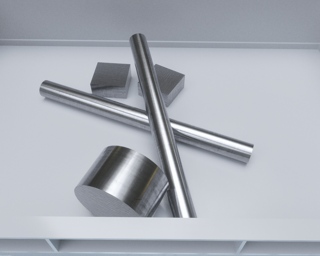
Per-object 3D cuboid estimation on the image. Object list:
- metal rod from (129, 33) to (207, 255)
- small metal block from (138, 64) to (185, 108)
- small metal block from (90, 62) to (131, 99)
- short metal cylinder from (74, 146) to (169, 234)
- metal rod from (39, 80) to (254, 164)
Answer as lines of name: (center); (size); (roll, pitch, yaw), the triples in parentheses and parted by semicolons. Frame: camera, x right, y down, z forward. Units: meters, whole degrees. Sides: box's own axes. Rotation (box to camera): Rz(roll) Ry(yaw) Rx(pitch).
metal rod: (0.001, -0.003, 0.377); (0.025, 0.025, 0.299); (-10, 60, -9)
small metal block: (0.002, -0.064, 0.459); (0.050, 0.025, 0.050); (25, 54, 19)
small metal block: (-0.072, -0.072, 0.464); (0.050, 0.025, 0.050); (4, 50, 3)
short metal cylinder: (-0.038, 0.063, 0.316); (0.080, 0.080, 0.050); (20, 53, 15)
metal rod: (-0.028, -0.013, 0.415); (0.301, 0.025, 0.025); (18, 52, 14)
